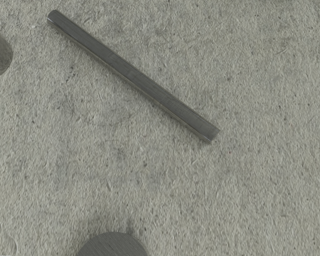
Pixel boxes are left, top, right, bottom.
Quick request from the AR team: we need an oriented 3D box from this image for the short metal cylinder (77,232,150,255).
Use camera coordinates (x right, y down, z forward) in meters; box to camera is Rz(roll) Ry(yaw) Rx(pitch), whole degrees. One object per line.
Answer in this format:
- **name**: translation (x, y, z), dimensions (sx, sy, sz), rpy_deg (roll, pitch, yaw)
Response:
- **short metal cylinder**: translation (-0.049, 0.156, 0.338), dimensions (0.081, 0.050, 0.080), rpy_deg (0, 70, 0)

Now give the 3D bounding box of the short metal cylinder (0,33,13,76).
- **short metal cylinder**: translation (-0.258, -0.111, 0.434), dimensions (0.081, 0.050, 0.080), rpy_deg (0, 70, 0)

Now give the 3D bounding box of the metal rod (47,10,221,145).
- **metal rod**: translation (-0.045, -0.077, 0.436), dimensions (0.300, 0.025, 0.025), rpy_deg (38, 74, 12)
